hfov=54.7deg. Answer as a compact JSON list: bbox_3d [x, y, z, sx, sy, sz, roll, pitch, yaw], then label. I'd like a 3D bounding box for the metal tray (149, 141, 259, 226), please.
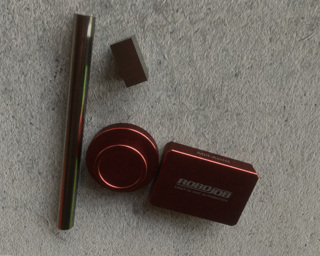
[{"bbox_3d":[0.060,0.080,0.437,0.131,0.030,0.089,16,109,-6],"label":"metal tray"}]

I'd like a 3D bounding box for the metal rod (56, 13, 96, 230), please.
[{"bbox_3d":[-0.114,0.006,0.410,0.025,0.025,0.298,10,110,-4],"label":"metal rod"}]

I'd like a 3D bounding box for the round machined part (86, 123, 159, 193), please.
[{"bbox_3d":[-0.051,0.046,0.417,0.099,0.042,0.097,0,110,0],"label":"round machined part"}]

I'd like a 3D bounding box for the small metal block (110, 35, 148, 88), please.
[{"bbox_3d":[-0.034,-0.080,0.367,0.025,0.050,0.050,-19,109,7],"label":"small metal block"}]
